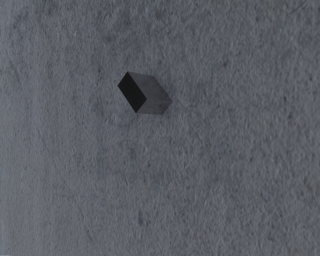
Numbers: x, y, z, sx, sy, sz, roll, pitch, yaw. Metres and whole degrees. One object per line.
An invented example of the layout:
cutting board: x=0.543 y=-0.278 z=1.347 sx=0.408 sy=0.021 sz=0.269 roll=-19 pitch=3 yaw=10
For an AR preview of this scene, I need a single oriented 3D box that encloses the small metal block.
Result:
small metal block: x=-0.019 y=-0.045 z=0.406 sx=0.025 sy=0.050 sz=0.050 roll=-50 pitch=61 yaw=29
